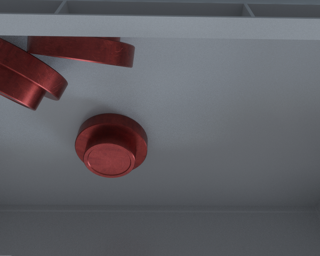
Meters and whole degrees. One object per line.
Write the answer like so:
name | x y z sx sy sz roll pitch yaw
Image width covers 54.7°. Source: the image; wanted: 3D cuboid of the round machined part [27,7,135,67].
round machined part | -0.073 -0.086 0.296 0.099 0.098 0.042 7 100 -6

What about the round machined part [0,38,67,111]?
round machined part | -0.149 -0.052 0.316 0.098 0.042 0.098 25 170 5

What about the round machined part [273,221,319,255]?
round machined part | 0.271 0.223 0.593 0.099 0.042 0.097 0 130 0

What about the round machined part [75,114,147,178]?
round machined part | -0.067 0.031 0.423 0.099 0.042 0.097 0 130 0
